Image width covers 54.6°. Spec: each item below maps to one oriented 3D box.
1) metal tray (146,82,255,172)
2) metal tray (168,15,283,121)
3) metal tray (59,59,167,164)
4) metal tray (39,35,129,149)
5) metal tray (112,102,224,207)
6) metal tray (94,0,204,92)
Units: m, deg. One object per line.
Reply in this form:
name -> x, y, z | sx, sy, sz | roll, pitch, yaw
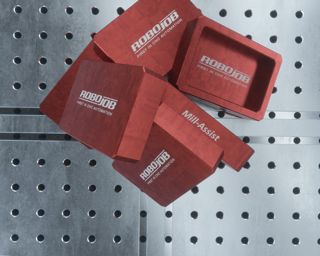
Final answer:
metal tray -> 0.044, -0.003, 0.380 | 0.130, 0.090, 0.030 | 38, 90, 0
metal tray -> 0.083, -0.070, 0.387 | 0.131, 0.030, 0.090 | 18, 90, -23
metal tray -> -0.058, -0.024, 0.337 | 0.030, 0.130, 0.090 | 19, 90, -42
metal tray -> -0.081, -0.048, 0.410 | 0.090, 0.030, 0.130 | 39, 90, -1
metal tray -> 0.003, 0.038, 0.365 | 0.090, 0.129, 0.030 | 38, 51, 0
metal tray -> -0.007, -0.114, 0.392 | 0.130, 0.030, 0.090 | -44, 93, -14
